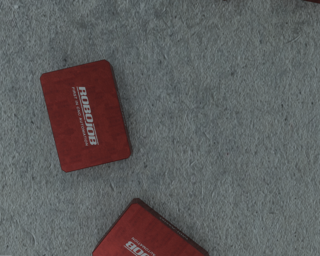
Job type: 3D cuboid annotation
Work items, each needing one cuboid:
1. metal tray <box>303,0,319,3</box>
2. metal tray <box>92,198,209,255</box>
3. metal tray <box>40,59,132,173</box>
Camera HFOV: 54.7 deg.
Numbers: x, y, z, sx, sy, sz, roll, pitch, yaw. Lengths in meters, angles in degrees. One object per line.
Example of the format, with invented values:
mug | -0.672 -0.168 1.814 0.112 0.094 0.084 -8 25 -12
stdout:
metal tray | 0.204 -0.238 0.408 0.091 0.030 0.129 11 90 0
metal tray | -0.010 0.167 0.407 0.130 0.030 0.090 38 90 0
metal tray | -0.095 -0.015 0.407 0.091 0.030 0.129 -13 90 0
